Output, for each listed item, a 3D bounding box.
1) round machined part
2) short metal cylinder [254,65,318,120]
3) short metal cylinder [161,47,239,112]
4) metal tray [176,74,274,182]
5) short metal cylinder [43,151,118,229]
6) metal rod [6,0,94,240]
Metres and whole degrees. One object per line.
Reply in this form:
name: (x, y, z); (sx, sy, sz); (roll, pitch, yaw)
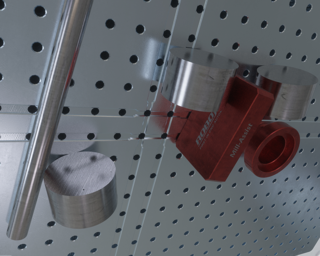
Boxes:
round machined part: (0.180, 0.032, 0.518); (0.099, 0.042, 0.097); (-14, 124, -21)
short metal cylinder: (0.173, -0.052, 0.437); (0.081, 0.080, 0.050); (-10, 123, -23)
short metal cylinder: (0.045, -0.059, 0.364); (0.081, 0.080, 0.050); (-2, 119, -28)
metal tray: (0.079, -0.006, 0.407); (0.030, 0.090, 0.129); (14, 111, -34)
short metal cylinder: (-0.092, 0.072, 0.369); (0.081, 0.080, 0.050); (-12, 124, -22)
metal rod: (-0.128, 0.004, 0.343); (0.025, 0.025, 0.298); (9, 114, -32)
